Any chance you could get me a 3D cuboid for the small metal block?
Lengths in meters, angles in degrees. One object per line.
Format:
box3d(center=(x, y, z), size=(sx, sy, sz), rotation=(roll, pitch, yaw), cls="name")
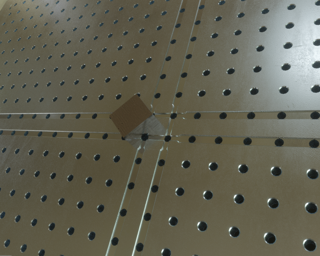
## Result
box3d(center=(-0.036, -0.012, 0.436), size=(0.050, 0.025, 0.050), rotation=(-39, 51, 1), cls="small metal block")
